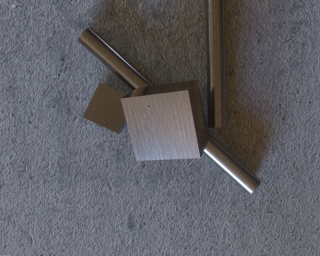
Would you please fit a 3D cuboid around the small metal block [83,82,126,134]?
[{"bbox_3d":[-0.065,-0.026,0.409,0.050,0.025,0.050,25,90,-1],"label":"small metal block"}]

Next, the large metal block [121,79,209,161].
[{"bbox_3d":[0.008,-0.009,0.374,0.080,0.050,0.079,-5,109,21],"label":"large metal block"}]

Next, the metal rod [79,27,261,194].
[{"bbox_3d":[0.013,-0.023,0.410,0.300,0.025,0.025,42,90,-1],"label":"metal rod"}]

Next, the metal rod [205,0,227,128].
[{"bbox_3d":[0.073,-0.150,0.410,0.025,0.025,0.298,-1,90,-1],"label":"metal rod"}]
